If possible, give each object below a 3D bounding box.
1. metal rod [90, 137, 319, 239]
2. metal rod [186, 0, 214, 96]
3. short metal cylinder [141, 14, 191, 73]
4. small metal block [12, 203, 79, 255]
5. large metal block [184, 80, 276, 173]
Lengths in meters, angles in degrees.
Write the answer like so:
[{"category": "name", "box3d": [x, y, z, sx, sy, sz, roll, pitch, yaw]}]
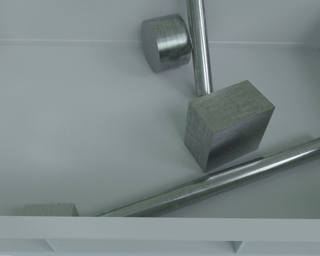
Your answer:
[{"category": "metal rod", "box3d": [0.072, 0.061, 0.354, 0.302, 0.025, 0.025, -16, 52, -14]}, {"category": "metal rod", "box3d": [0.048, -0.196, 0.439, 0.025, 0.025, 0.298, -7, 95, -7]}, {"category": "short metal cylinder", "box3d": [0.008, -0.131, 0.480, 0.050, 0.080, 0.080, -17, 52, -14]}, {"category": "small metal block", "box3d": [-0.114, 0.106, 0.315, 0.050, 0.025, 0.050, -1, 50, -2]}, {"category": "large metal block", "box3d": [0.079, -0.001, 0.371, 0.081, 0.080, 0.050, -21, 54, -17]}]
